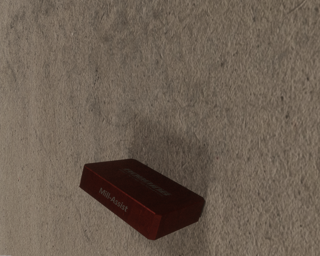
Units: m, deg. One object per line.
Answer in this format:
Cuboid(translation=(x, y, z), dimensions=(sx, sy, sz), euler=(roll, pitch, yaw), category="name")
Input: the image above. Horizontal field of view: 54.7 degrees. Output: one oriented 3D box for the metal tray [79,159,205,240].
Cuboid(translation=(-0.024, 0.079, 0.380), dimensions=(0.130, 0.091, 0.030), euler=(24, 105, 37), category="metal tray")
